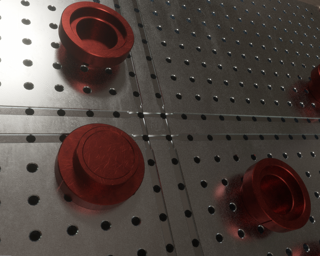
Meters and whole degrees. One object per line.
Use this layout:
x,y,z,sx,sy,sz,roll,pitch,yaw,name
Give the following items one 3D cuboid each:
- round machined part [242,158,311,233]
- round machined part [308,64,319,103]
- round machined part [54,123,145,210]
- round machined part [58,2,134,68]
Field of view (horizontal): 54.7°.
0.153,0.094,0.425,0.099,0.042,0.098,14,56,-21,round machined part
0.350,-0.085,0.641,0.099,0.042,0.098,14,56,-21,round machined part
-0.062,0.037,0.342,0.099,0.042,0.098,14,56,-21,round machined part
-0.089,-0.122,0.425,0.099,0.042,0.098,14,56,-21,round machined part
